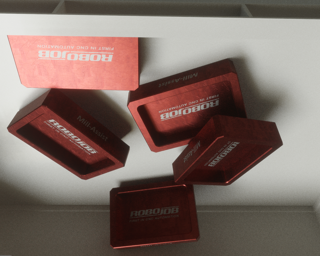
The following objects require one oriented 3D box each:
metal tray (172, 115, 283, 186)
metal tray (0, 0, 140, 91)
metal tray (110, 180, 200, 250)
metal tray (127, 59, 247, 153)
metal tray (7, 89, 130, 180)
[{"bbox_3d":[0.082,0.035,0.406,0.091,0.030,0.129,6,145,-21],"label":"metal tray"},{"bbox_3d":[-0.087,-0.087,0.331,0.131,0.030,0.089,1,130,-2],"label":"metal tray"},{"bbox_3d":[-0.009,0.132,0.475,0.131,0.090,0.030,-8,153,6],"label":"metal tray"},{"bbox_3d":[0.036,-0.023,0.386,0.130,0.030,0.090,-15,129,12],"label":"metal tray"},{"bbox_3d":[-0.115,0.015,0.402,0.090,0.030,0.130,-23,128,35],"label":"metal tray"}]
